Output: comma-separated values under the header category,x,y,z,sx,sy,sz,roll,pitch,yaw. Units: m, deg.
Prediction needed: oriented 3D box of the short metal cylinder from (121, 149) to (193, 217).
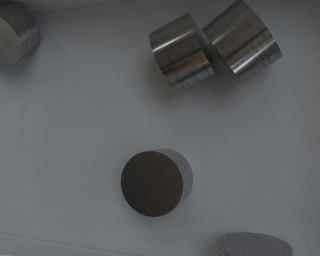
category,x,y,z,sx,sy,sz,roll,pitch,yaw
short metal cylinder,-0.003,0.067,0.397,0.080,0.050,0.079,0,90,19

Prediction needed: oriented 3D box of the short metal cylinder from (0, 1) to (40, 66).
category,x,y,z,sx,sy,sz,roll,pitch,yaw
short metal cylinder,-0.228,-0.139,0.455,0.080,0.050,0.079,8,129,10

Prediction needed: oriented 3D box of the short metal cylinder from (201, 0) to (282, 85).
category,x,y,z,sx,sy,sz,roll,pitch,yaw
short metal cylinder,0.091,-0.096,0.349,0.050,0.080,0.080,-37,79,16

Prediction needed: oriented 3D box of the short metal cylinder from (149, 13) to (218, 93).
category,x,y,z,sx,sy,sz,roll,pitch,yaw
short metal cylinder,0.029,-0.089,0.370,0.050,0.080,0.080,-24,82,18

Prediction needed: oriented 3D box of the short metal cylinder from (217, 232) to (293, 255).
category,x,y,z,sx,sy,sz,roll,pitch,yaw
short metal cylinder,0.104,0.155,0.344,0.080,0.080,0.050,0,90,19
